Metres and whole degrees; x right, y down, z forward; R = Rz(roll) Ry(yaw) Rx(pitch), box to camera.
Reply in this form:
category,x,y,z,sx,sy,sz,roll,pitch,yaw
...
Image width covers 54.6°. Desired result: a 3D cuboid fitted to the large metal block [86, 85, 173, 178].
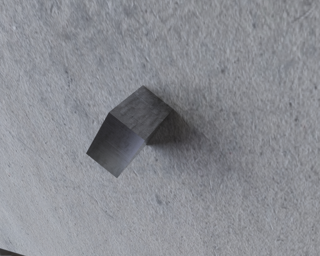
category,x,y,z,sx,sy,sz,roll,pitch,yaw
large metal block,-0.038,0.004,0.394,0.050,0.080,0.080,39,129,2
